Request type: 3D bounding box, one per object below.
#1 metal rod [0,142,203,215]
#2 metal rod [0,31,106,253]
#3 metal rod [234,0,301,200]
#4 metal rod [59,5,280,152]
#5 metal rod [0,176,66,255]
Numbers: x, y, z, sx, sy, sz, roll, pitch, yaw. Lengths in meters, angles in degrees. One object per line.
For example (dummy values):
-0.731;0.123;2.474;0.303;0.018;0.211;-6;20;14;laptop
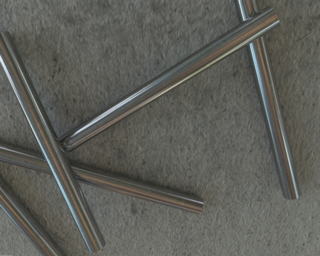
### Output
-0.085;0.071;0.434;0.302;0.025;0.025;17;109;-7;metal rod
-0.139;0.027;0.396;0.025;0.025;0.298;-20;101;7;metal rod
0.141;-0.036;0.398;0.025;0.025;0.298;-19;109;6;metal rod
-0.001;-0.050;0.376;0.300;0.025;0.025;-30;108;15;metal rod
-0.208;0.123;0.452;0.025;0.025;0.299;-27;108;9;metal rod
